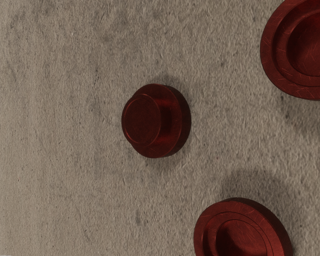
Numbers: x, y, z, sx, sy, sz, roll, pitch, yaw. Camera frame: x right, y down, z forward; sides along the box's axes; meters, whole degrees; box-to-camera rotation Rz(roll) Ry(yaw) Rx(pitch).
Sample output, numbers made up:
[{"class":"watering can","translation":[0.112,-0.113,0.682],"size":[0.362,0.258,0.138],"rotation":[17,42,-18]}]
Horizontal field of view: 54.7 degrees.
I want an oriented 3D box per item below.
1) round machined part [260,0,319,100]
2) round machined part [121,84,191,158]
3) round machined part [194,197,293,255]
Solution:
[{"class":"round machined part","translation":[0.144,-0.073,0.274],"size":[0.098,0.042,0.097],"rotation":[0,90,39]},{"class":"round machined part","translation":[-0.012,-0.009,0.402],"size":[0.098,0.042,0.097],"rotation":[0,90,39]},{"class":"round machined part","translation":[0.087,0.121,0.321],"size":[0.098,0.042,0.097],"rotation":[0,90,39]}]
